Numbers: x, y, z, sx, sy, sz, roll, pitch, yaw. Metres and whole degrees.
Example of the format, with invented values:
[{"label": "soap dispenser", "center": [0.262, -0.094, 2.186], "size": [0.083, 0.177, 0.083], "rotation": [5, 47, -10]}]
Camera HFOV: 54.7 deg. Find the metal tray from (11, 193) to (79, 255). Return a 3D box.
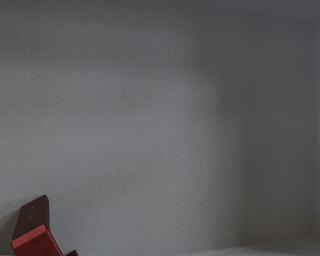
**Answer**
[{"label": "metal tray", "center": [-0.115, 0.128, 0.328], "size": [0.030, 0.130, 0.090], "rotation": [-27, 100, -17]}]
